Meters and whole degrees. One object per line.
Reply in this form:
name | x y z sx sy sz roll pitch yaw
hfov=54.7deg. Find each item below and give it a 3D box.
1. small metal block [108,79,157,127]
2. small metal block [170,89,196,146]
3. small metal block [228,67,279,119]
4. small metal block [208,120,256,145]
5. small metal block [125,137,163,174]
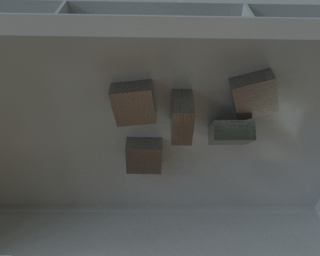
small metal block | -0.032 -0.030 0.383 0.050 0.025 0.050 -5 130 4
small metal block | 0.027 -0.014 0.381 0.025 0.050 0.050 1 130 -1
small metal block | 0.114 -0.040 0.376 0.050 0.025 0.050 -13 129 11
small metal block | 0.091 0.007 0.398 0.050 0.025 0.050 -1 170 0
small metal block | -0.023 0.040 0.443 0.050 0.025 0.050 1 130 -2
